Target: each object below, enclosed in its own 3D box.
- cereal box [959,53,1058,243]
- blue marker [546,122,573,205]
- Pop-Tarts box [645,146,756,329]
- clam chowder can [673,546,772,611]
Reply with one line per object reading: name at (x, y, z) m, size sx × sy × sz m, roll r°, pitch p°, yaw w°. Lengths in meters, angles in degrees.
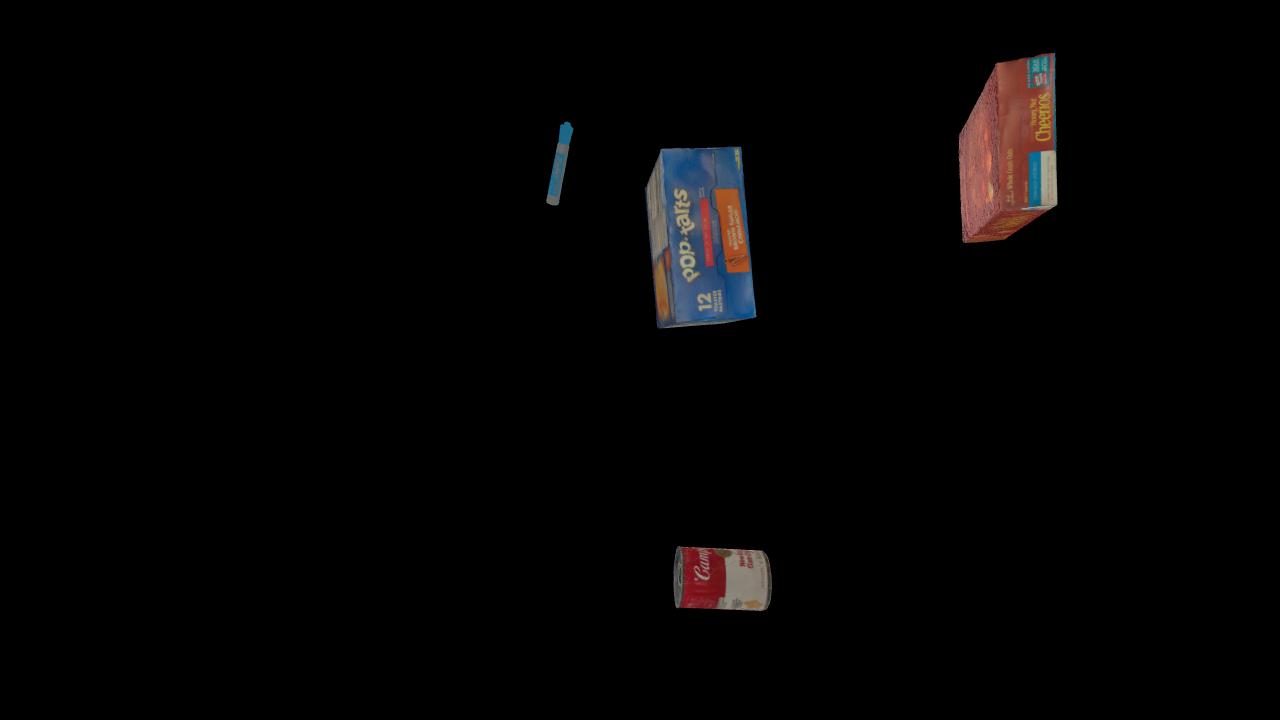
cereal box at (0.560, -0.305, 0.952) m, size 0.081 × 0.203 × 0.306 m, roll -2°, pitch 1°, yaw 19°
blue marker at (-0.116, -0.282, 0.887) m, size 0.020 × 0.121 × 0.020 m, roll 12°, pitch 36°, yaw -9°
Pop-Tarts box at (0.059, -0.120, 0.651) m, size 0.083 × 0.167 × 0.141 m, roll -6°, pitch 1°, yaw -5°
clam chowder can at (0.093, 0.251, 0.706) m, size 0.102 × 0.068 × 0.068 m, roll 4°, pitch 0°, yaw -3°
